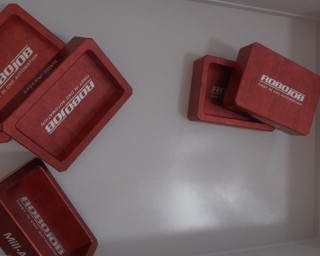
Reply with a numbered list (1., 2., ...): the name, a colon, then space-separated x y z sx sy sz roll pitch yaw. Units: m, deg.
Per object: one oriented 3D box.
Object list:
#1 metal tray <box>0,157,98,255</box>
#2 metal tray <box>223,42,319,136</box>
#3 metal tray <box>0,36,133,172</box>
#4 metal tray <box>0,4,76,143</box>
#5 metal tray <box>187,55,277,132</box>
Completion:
1. metal tray: -0.123 0.104 0.327 0.030 0.090 0.130 -29 100 11
2. metal tray: 0.161 -0.051 0.434 0.131 0.030 0.090 21 83 -19
3. metal tray: -0.101 -0.027 0.348 0.130 0.030 0.090 -51 132 -15
4. metal tray: -0.168 -0.059 0.345 0.090 0.030 0.130 39 77 -16
5. metal tray: 0.109 -0.047 0.447 0.131 0.030 0.089 8 87 -20
